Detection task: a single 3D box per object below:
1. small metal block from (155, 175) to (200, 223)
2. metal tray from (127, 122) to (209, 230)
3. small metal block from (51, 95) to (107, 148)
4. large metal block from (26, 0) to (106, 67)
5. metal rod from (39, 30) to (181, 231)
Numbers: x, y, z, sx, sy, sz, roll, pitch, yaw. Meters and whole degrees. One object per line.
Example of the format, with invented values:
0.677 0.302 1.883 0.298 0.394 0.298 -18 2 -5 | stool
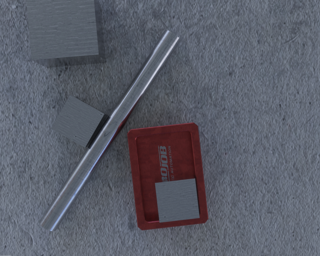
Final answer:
0.022 0.090 0.397 0.050 0.025 0.050 -6 90 -1 | small metal block
0.010 0.061 0.407 0.091 0.030 0.129 -6 90 -1 | metal tray
-0.105 -0.009 0.409 0.050 0.025 0.050 30 90 -1 | small metal block
-0.117 -0.125 0.396 0.081 0.050 0.079 -5 90 -1 | large metal block
-0.065 0.003 0.409 0.025 0.025 0.299 33 90 -1 | metal rod
